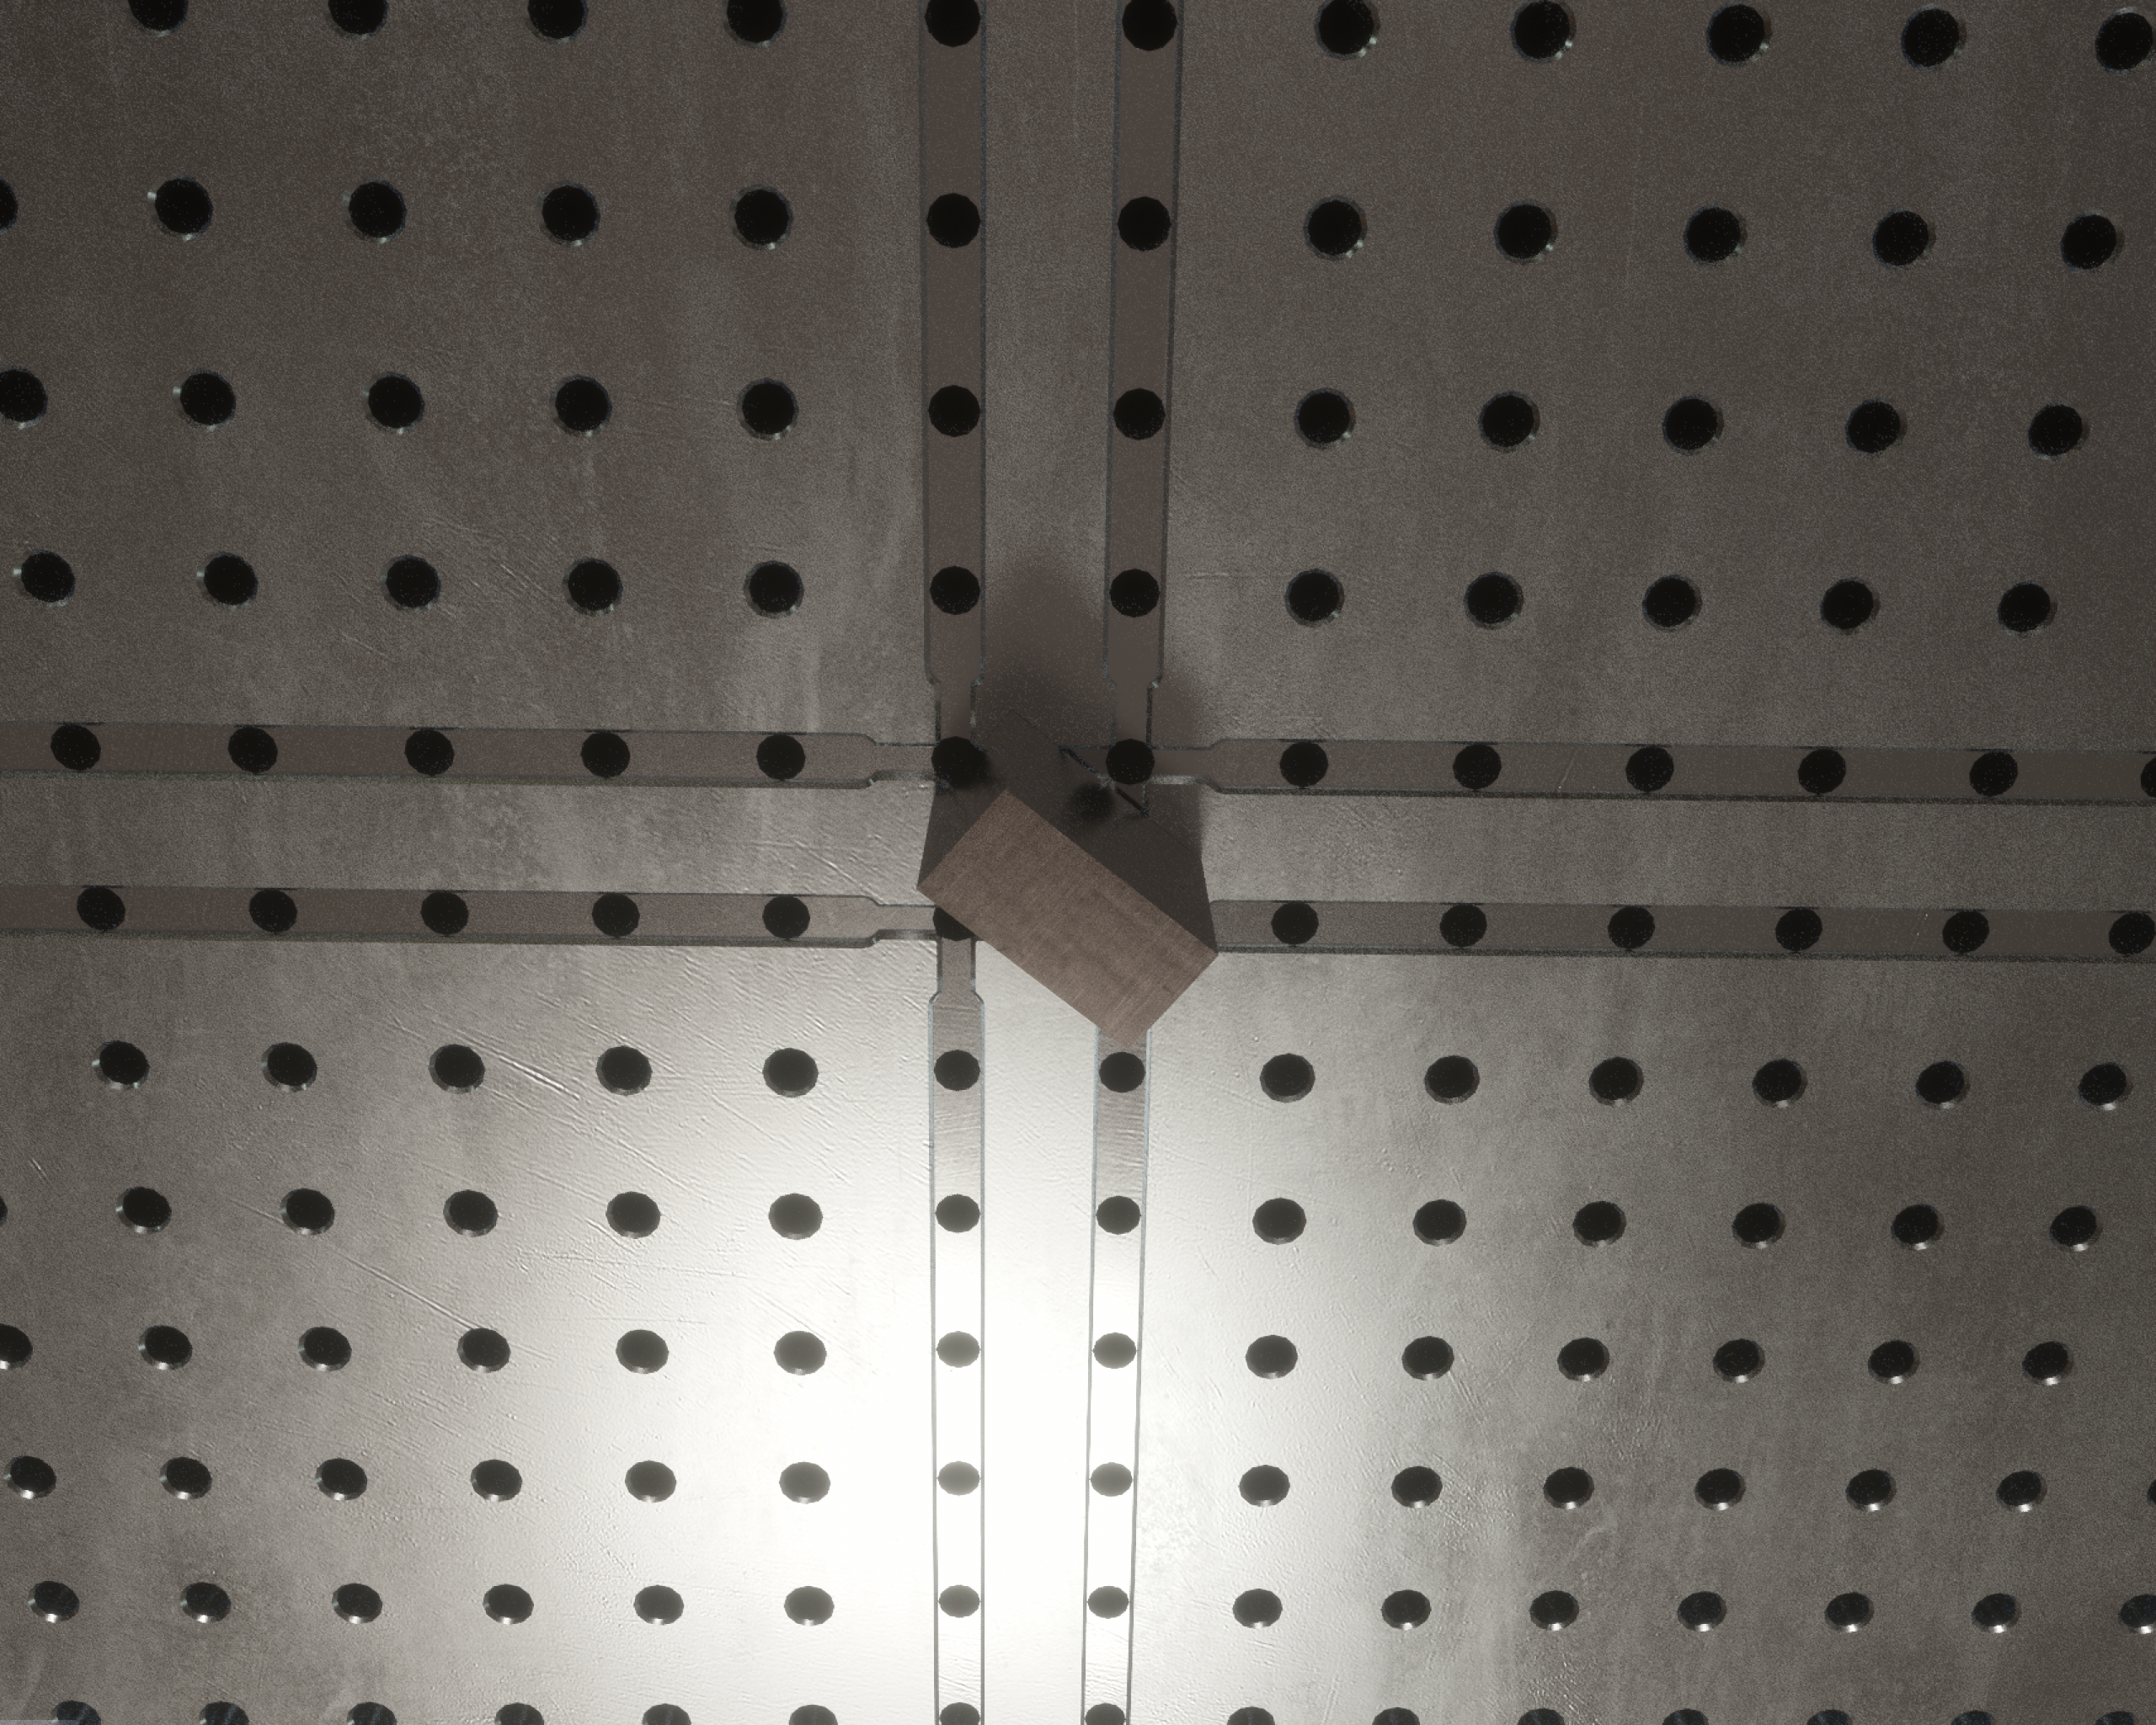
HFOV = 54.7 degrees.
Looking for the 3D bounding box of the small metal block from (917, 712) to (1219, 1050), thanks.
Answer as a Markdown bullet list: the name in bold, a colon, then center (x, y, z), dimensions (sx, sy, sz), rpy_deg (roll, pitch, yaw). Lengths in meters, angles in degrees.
- **small metal block**: center (-0.002, 0.002, 0.401), dimensions (0.050, 0.050, 0.025), rpy_deg (38, 106, -13)
